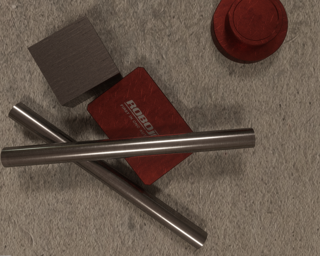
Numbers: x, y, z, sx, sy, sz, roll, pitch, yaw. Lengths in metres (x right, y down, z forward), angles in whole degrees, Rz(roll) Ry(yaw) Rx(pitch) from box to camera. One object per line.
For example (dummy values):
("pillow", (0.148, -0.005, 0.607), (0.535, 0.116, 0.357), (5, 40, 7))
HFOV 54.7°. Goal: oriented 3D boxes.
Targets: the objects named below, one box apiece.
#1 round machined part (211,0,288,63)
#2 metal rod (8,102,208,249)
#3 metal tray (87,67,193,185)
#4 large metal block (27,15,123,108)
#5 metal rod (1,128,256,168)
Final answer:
("round machined part", (0.118, -0.136, 0.403), (0.099, 0.042, 0.097), (0, 90, -1))
("metal rod", (-0.067, 0.063, 0.409), (0.301, 0.025, 0.025), (35, 90, -1))
("metal tray", (-0.020, -0.003, 0.407), (0.090, 0.030, 0.130), (-37, 90, -1))
("large metal block", (-0.104, -0.081, 0.396), (0.080, 0.050, 0.080), (-30, 90, 0))
("metal rod", (-0.037, 0.024, 0.378), (0.302, 0.025, 0.025), (-5, 90, -1))
